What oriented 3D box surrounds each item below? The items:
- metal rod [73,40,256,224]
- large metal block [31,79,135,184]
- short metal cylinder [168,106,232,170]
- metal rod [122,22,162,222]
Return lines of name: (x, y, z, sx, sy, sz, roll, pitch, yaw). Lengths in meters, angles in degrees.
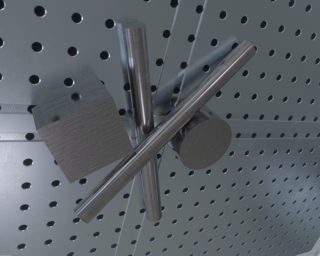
metal rod: (0.012, -0.001, 0.388, 0.300, 0.025, 0.025, -45, 130, -9)
large metal block: (-0.085, 0.003, 0.351, 0.080, 0.050, 0.080, -26, 128, -12)
short metal cylinder: (0.051, 0.011, 0.430, 0.081, 0.050, 0.079, -14, 124, -21)
metal rod: (-0.018, 0.015, 0.410, 0.025, 0.025, 0.298, -17, 126, -19)
